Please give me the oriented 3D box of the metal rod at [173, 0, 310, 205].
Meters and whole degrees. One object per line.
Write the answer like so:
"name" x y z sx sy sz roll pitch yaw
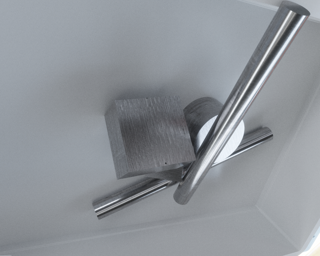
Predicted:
"metal rod" 0.072 0.002 0.357 0.025 0.025 0.298 -6 140 -26

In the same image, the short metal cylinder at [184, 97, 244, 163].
"short metal cylinder" 0.070 0.003 0.435 0.081 0.050 0.079 -14 124 -21

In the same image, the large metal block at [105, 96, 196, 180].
"large metal block" -0.014 0.011 0.366 0.081 0.080 0.050 -7 165 -25

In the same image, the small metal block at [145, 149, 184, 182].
"small metal block" 0.008 0.044 0.425 0.050 0.025 0.050 8 122 7

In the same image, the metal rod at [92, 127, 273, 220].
"metal rod" 0.045 0.063 0.474 0.302 0.025 0.025 -22 127 -16
